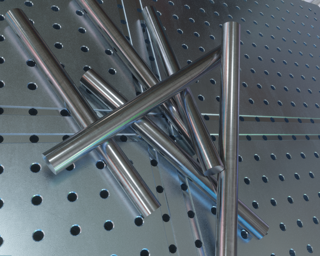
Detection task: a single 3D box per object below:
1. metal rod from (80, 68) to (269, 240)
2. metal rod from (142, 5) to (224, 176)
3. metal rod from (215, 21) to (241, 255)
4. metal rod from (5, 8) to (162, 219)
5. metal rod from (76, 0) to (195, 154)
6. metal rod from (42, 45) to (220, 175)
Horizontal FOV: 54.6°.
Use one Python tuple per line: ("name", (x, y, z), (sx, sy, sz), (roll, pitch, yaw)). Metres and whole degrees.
("metal rod", (0.018, 0.033, 0.397), (0.300, 0.025, 0.025), (42, 51, 0))
("metal rod", (0.022, -0.072, 0.438), (0.025, 0.025, 0.299), (0, 54, -28))
("metal rod", (0.086, 0.007, 0.388), (0.025, 0.025, 0.299), (10, 75, -23))
("metal rod", (-0.097, -0.025, 0.370), (0.025, 0.025, 0.300), (-29, 78, -37))
("metal rod", (-0.032, -0.089, 0.444), (0.025, 0.025, 0.300), (-30, 79, -38))
("metal rod", (-0.003, -0.041, 0.380), (0.302, 0.025, 0.025), (-35, 82, -29))
